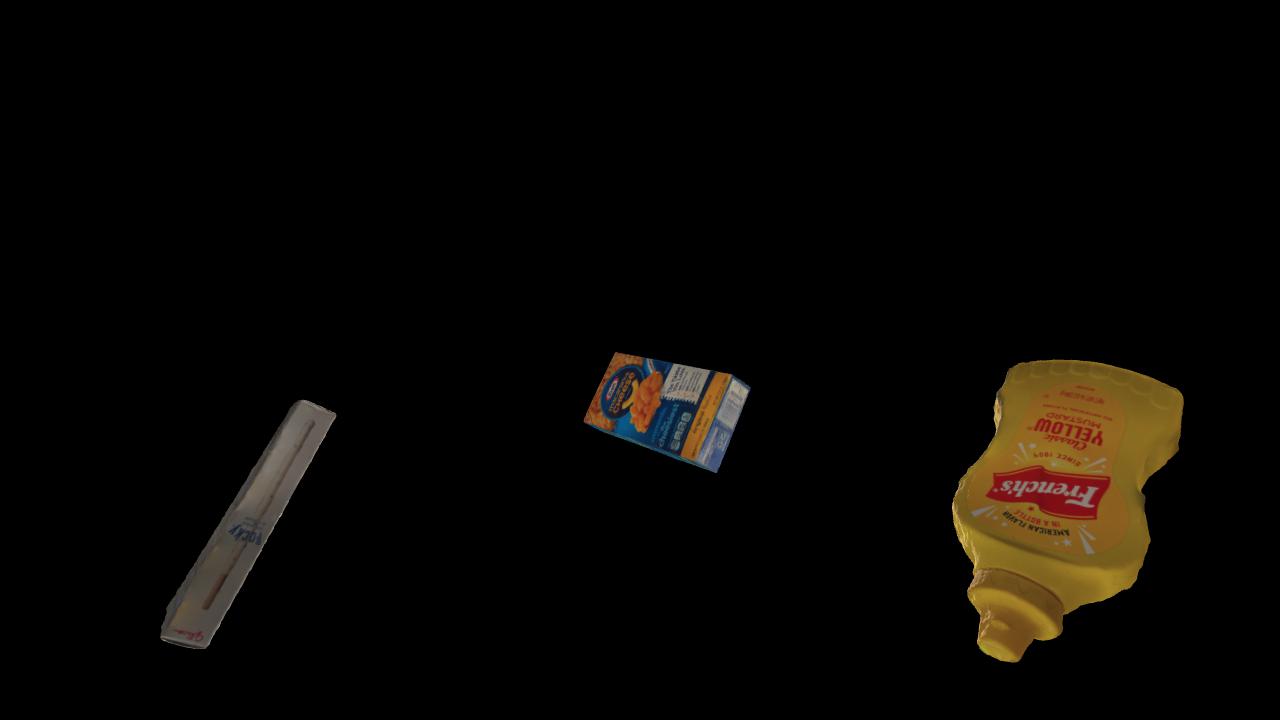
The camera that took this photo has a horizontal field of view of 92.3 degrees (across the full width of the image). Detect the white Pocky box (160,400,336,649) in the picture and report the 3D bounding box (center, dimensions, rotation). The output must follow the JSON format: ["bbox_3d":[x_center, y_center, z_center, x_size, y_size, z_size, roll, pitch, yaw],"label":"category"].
[{"bbox_3d":[-0.259,0.101,0.412,0.028,0.154,0.084,32,-23,-26],"label":"white Pocky box"}]

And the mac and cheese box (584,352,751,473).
[{"bbox_3d":[0.022,0.049,0.647,0.041,0.093,0.184,32,-14,-39],"label":"mac and cheese box"}]

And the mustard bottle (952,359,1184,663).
[{"bbox_3d":[0.228,0.082,0.342,0.092,0.184,0.054,18,-32,38],"label":"mustard bottle"}]
